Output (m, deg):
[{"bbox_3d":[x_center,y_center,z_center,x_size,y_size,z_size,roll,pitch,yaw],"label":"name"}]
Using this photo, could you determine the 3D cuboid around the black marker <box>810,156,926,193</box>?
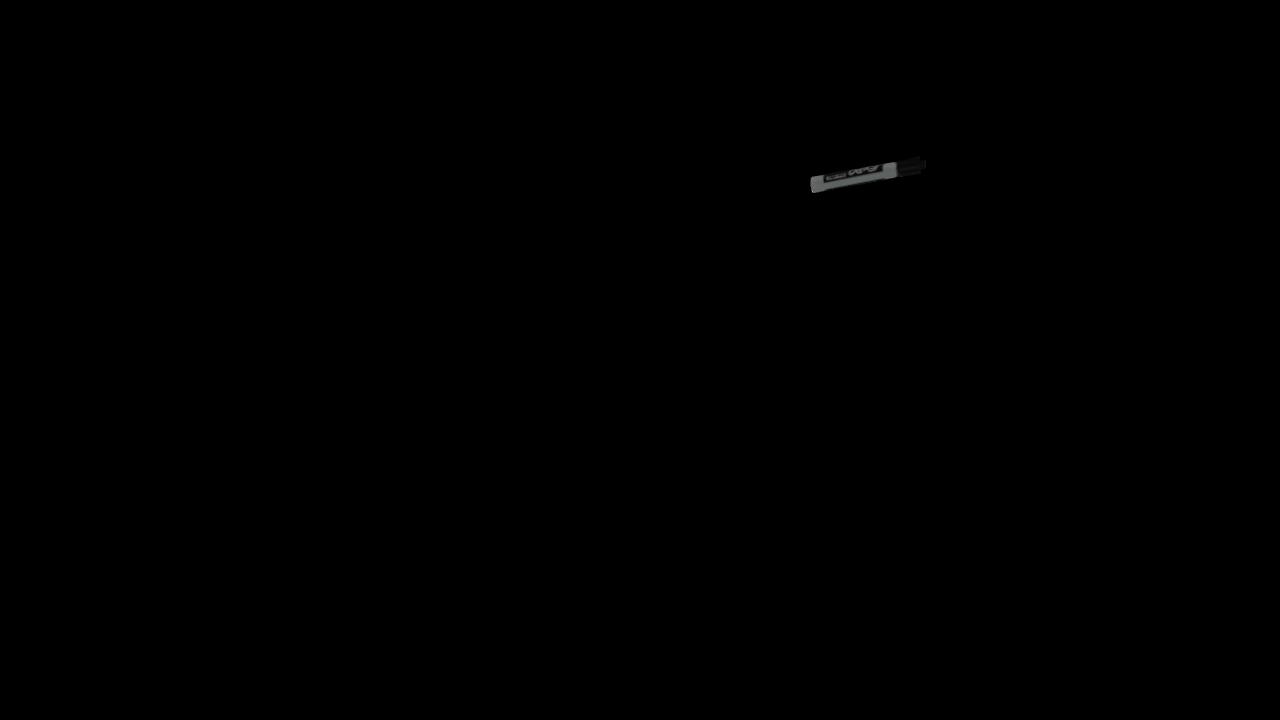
[{"bbox_3d":[0.253,-0.206,0.687,0.121,0.020,0.020,-3,-1,30],"label":"black marker"}]
